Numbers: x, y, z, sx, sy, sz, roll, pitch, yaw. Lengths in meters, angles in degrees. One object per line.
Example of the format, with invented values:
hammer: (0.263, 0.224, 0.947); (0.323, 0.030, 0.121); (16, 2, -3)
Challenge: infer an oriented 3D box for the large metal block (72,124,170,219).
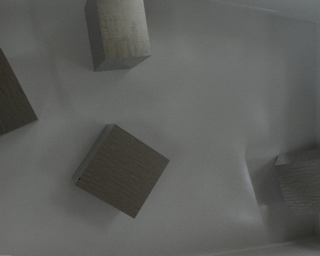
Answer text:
large metal block: (-0.049, 0.050, 0.379); (0.080, 0.050, 0.080); (35, 79, -17)

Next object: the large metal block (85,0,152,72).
large metal block: (-0.052, -0.114, 0.362); (0.050, 0.080, 0.080); (-10, 94, -20)

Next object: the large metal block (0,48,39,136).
large metal block: (-0.187, -0.028, 0.328); (0.081, 0.050, 0.080); (-27, 99, -18)

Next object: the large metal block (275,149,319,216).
large metal block: (0.224, 0.078, 0.457); (0.050, 0.080, 0.080); (-28, 103, -61)
